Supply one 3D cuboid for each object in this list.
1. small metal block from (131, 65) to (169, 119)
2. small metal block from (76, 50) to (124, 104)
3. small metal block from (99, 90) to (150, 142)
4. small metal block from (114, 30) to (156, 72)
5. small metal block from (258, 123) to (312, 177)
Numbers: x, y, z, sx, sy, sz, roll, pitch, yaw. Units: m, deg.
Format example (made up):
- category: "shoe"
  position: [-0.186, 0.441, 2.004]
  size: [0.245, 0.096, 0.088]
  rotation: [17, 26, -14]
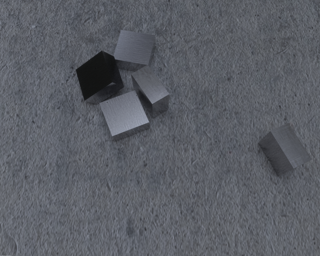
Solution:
- category: "small metal block"
  position: [-0.013, -0.047, 0.412]
  size: [0.025, 0.050, 0.050]
  rotation: [-31, 73, -11]
- category: "small metal block"
  position: [-0.082, -0.068, 0.420]
  size: [0.050, 0.025, 0.050]
  rotation: [-28, 69, 24]
- category: "small metal block"
  position: [-0.047, -0.016, 0.413]
  size: [0.050, 0.025, 0.050]
  rotation: [-21, 72, -8]
- category: "small metal block"
  position: [-0.036, -0.110, 0.448]
  size: [0.050, 0.025, 0.050]
  rotation: [11, 70, 4]
- category: "small metal block"
  position: [0.153, 0.028, 0.385]
  size: [0.025, 0.050, 0.050]
  rotation: [-24, 72, -8]
